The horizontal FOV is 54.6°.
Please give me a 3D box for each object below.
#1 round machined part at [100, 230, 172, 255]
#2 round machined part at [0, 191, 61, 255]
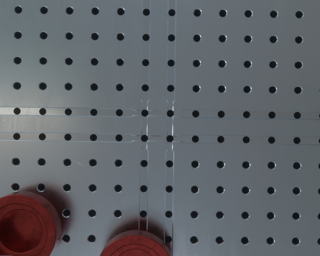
[{"bbox_3d":[-0.031,0.182,0.405,0.099,0.042,0.097,0,90,0],"label":"round machined part"},{"bbox_3d":[-0.178,0.131,0.404,0.099,0.042,0.097,0,90,0],"label":"round machined part"}]
